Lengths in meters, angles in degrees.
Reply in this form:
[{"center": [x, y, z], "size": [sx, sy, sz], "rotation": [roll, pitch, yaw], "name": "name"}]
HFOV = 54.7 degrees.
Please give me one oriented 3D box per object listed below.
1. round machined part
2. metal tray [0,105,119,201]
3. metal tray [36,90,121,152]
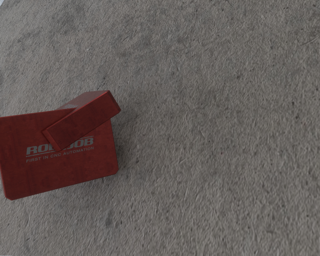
[{"center": [-0.122, 0.029, 0.423], "size": [0.098, 0.042, 0.098], "rotation": [-34, 26, 19], "name": "round machined part"}, {"center": [-0.121, 0.024, 0.370], "size": [0.030, 0.131, 0.089], "rotation": [-4, 95, 59], "name": "metal tray"}, {"center": [-0.115, -0.014, 0.415], "size": [0.090, 0.030, 0.130], "rotation": [-36, 19, -19], "name": "metal tray"}]
